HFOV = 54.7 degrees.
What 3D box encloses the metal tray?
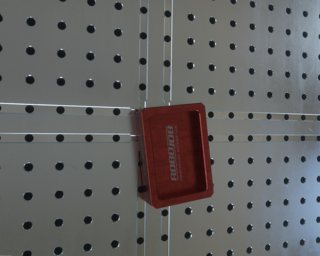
[{"bbox_3d":[0.020,0.034,0.418,0.091,0.030,0.129,-7,93,-20],"label":"metal tray"}]
